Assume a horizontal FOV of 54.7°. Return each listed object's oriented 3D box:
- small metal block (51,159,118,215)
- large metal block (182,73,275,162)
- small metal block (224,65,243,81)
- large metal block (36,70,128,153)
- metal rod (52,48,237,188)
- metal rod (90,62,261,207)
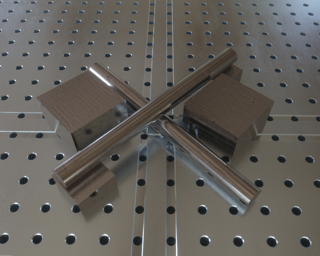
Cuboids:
[{"bbox_3d":[-0.086,0.061,0.356,0.050,0.025,0.050,37,59,27],"label":"small metal block"},{"bbox_3d":[0.087,-0.016,0.406,0.080,0.050,0.080,36,58,26],"label":"large metal block"},{"bbox_3d":[0.089,-0.080,0.476,0.050,0.025,0.050,-37,59,-27],"label":"small metal block"},{"bbox_3d":[-0.100,-0.021,0.408,0.080,0.050,0.080,-36,59,-26],"label":"large metal block"},{"bbox_3d":[0.000,-0.028,0.398,0.025,0.025,0.302,37,59,27],"label":"metal rod"},{"bbox_3d":[0.002,-0.007,0.412,0.025,0.025,0.300,-35,59,-26],"label":"metal rod"}]
